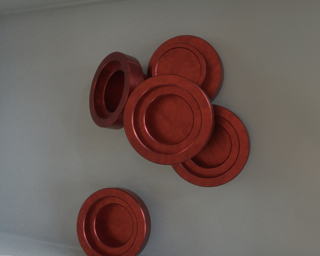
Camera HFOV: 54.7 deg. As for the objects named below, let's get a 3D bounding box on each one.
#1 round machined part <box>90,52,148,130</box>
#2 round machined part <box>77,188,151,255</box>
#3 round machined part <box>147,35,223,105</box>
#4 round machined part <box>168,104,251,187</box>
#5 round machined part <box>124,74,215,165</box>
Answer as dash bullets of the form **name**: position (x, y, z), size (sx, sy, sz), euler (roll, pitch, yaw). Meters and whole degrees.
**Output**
- **round machined part**: position (-0.050, -0.046, 0.404), size (0.098, 0.042, 0.098), euler (-15, 70, 48)
- **round machined part**: position (-0.058, 0.129, 0.416), size (0.098, 0.042, 0.098), euler (-3, 80, 18)
- **round machined part**: position (0.028, -0.069, 0.391), size (0.098, 0.042, 0.097), euler (0, 90, 20)
- **round machined part**: position (0.060, 0.020, 0.380), size (0.098, 0.042, 0.097), euler (0, 91, 19)
- **round machined part**: position (0.012, -0.010, 0.350), size (0.098, 0.042, 0.097), euler (1, 93, 16)
